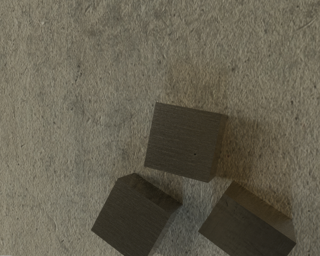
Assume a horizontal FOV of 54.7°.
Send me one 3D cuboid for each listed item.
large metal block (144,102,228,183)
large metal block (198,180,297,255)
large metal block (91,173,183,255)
[{"bbox_3d":[0.033,0.015,0.384,0.080,0.050,0.079,12,94,19],"label":"large metal block"},{"bbox_3d":[0.098,0.108,0.345,0.080,0.080,0.050,34,101,17],"label":"large metal block"},{"bbox_3d":[-0.030,0.117,0.406,0.080,0.050,0.080,31,100,17],"label":"large metal block"}]
